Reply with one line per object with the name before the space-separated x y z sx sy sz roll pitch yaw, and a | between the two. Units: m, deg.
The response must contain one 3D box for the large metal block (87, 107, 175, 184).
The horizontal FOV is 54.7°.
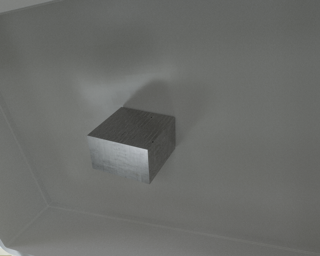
large metal block | -0.033 0.019 0.397 0.080 0.080 0.050 12 123 21
